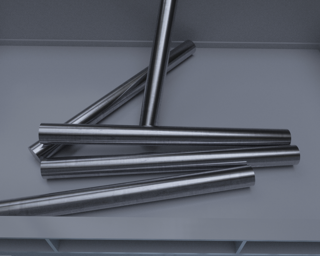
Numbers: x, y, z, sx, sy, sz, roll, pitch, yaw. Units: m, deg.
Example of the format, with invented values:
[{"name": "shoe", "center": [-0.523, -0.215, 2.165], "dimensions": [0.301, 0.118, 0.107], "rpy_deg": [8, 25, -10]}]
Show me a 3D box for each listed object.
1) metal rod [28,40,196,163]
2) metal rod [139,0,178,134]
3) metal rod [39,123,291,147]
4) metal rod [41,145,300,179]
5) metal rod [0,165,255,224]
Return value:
[{"name": "metal rod", "center": [-0.051, -0.052, 0.447], "dimensions": [0.025, 0.025, 0.302], "rpy_deg": [35, 58, 25]}, {"name": "metal rod", "center": [0.006, -0.138, 0.425], "dimensions": [0.025, 0.025, 0.299], "rpy_deg": [8, 81, 6]}, {"name": "metal rod", "center": [0.011, 0.010, 0.380], "dimensions": [0.302, 0.025, 0.025], "rpy_deg": [1, 50, -6]}, {"name": "metal rod", "center": [0.015, 0.040, 0.371], "dimensions": [0.302, 0.025, 0.025], "rpy_deg": [-3, 50, -3]}, {"name": "metal rod", "center": [-0.044, 0.074, 0.342], "dimensions": [0.302, 0.025, 0.025], "rpy_deg": [-7, 51, -7]}]
